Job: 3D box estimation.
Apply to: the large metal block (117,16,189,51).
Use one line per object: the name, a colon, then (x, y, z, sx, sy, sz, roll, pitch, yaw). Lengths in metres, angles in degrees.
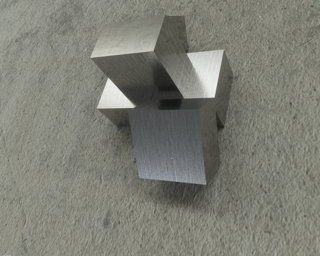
large metal block: (-0.014, -0.130, 0.448, 0.080, 0.050, 0.080, 0, 18, 28)

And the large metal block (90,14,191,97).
large metal block: (-0.019, -0.080, 0.364, 0.080, 0.080, 0.050, 1, 63, 28)

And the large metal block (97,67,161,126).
large metal block: (-0.029, -0.049, 0.431, 0.080, 0.050, 0.080, 1, 62, 28)

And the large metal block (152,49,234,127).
large metal block: (0.042, -0.048, 0.394, 0.080, 0.050, 0.080, 1, 62, 28)

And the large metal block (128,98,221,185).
large metal block: (0.018, 0.012, 0.344, 0.080, 0.079, 0.050, 1, 18, 28)
